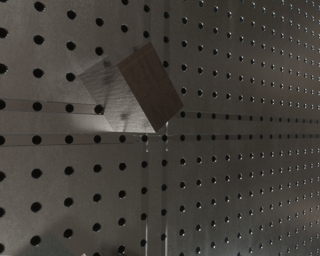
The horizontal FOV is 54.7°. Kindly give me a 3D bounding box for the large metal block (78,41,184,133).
[{"bbox_3d":[-0.033,-0.042,0.347,0.050,0.080,0.080,-44,117,-31],"label":"large metal block"}]

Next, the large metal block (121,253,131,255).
[{"bbox_3d":[-0.019,0.210,0.380,0.080,0.050,0.080,35,68,-35],"label":"large metal block"}]

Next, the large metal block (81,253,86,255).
[{"bbox_3d":[-0.085,0.185,0.301,0.081,0.050,0.080,-36,82,-34],"label":"large metal block"}]
